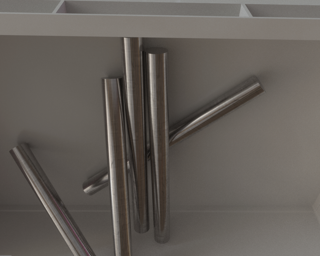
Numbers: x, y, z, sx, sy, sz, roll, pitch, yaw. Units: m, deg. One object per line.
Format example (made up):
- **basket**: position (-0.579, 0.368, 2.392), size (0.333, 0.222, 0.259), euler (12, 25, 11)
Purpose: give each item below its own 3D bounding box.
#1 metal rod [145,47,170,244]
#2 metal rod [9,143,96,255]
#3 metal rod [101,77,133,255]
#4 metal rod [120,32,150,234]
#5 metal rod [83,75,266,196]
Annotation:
- **metal rod**: position (0.000, 0.044, 0.410), size (0.025, 0.025, 0.298), euler (-1, 121, 0)
- **metal rod**: position (-0.121, 0.155, 0.435), size (0.025, 0.025, 0.299), euler (-31, 91, 23)
- **metal rod**: position (-0.053, 0.085, 0.401), size (0.025, 0.025, 0.298), euler (-1, 106, 0)
- **metal rod**: position (-0.029, 0.028, 0.404), size (0.025, 0.025, 0.298), euler (-1, 122, 0)
- **metal rod**: position (0.003, 0.021, 0.427), size (0.300, 0.025, 0.025), euler (-32, 123, 24)
